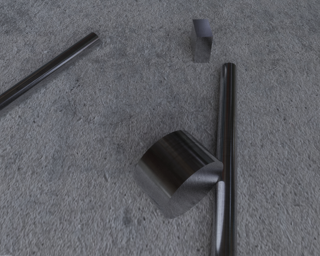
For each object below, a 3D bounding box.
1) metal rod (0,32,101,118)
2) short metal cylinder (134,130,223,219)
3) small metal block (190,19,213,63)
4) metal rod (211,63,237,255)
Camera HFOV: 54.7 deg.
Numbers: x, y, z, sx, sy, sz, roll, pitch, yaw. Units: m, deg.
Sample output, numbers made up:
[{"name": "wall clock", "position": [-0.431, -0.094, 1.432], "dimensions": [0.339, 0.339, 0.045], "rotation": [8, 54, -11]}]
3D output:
[{"name": "metal rod", "position": [-0.196, -0.057, 0.449], "dimensions": [0.025, 0.025, 0.301], "rotation": [28, 55, 21]}, {"name": "short metal cylinder", "position": [0.020, 0.049, 0.327], "dimensions": [0.081, 0.080, 0.050], "rotation": [-31, 57, -23]}, {"name": "small metal block", "position": [0.067, -0.142, 0.507], "dimensions": [0.025, 0.050, 0.050], "rotation": [-3, 50, -2]}, {"name": "metal rod", "position": [0.083, 0.022, 0.385], "dimensions": [0.025, 0.025, 0.300], "rotation": [7, 50, 6]}]
